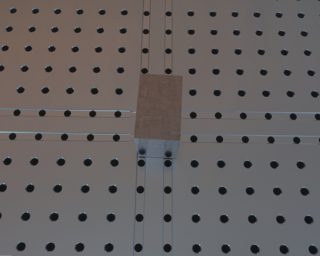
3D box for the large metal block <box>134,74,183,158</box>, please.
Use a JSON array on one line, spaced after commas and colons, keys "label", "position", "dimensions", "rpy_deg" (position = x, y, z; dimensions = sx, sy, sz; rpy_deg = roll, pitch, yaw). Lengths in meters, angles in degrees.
[{"label": "large metal block", "position": [-0.001, -0.012, 0.386], "dimensions": [0.050, 0.080, 0.080], "rpy_deg": [3, 70, 1]}]
